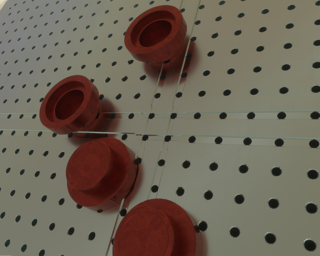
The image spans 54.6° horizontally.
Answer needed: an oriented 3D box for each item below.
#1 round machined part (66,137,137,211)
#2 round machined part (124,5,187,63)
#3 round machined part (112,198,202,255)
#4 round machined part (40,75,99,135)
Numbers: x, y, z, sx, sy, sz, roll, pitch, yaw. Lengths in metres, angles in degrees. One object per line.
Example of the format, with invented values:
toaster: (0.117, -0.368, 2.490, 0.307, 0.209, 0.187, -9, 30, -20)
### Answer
round machined part: (-0.083, 0.055, 0.409, 0.098, 0.042, 0.098, -13, 56, 21)
round machined part: (-0.003, -0.141, 0.487, 0.098, 0.042, 0.098, -13, 56, 21)
round machined part: (-0.009, 0.122, 0.328, 0.098, 0.042, 0.098, -13, 56, 21)
round machined part: (-0.137, -0.032, 0.491, 0.098, 0.042, 0.098, -13, 56, 21)
